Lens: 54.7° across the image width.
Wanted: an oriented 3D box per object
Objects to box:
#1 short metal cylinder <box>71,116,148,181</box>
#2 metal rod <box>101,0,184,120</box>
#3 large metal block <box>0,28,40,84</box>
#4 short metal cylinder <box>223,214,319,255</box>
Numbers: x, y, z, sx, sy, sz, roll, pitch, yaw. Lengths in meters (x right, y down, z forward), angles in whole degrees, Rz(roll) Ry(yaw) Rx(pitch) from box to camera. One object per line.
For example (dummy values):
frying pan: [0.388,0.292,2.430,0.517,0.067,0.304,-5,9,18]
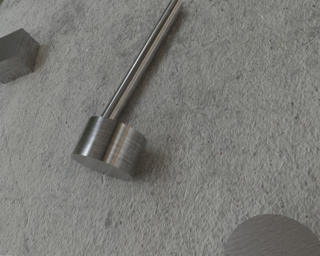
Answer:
short metal cylinder: [-0.062,0.027,0.385,0.080,0.080,0.050,7,65,31]
metal rod: [-0.040,-0.077,0.472,0.025,0.025,0.300,16,70,34]
large metal block: [-0.303,-0.147,0.637,0.080,0.050,0.080,-16,55,19]
short metal cylinder: [0.099,0.119,0.263,0.080,0.050,0.080,-13,56,21]
